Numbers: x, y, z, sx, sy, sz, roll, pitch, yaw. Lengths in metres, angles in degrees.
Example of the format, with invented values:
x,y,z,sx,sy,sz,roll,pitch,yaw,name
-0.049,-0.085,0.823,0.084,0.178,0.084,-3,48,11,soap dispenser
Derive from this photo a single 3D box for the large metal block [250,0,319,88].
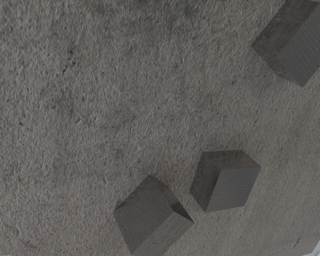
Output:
x,y,z,sx,sy,sz,roll,pitch,yaw,name
0.185,-0.115,0.420,0.080,0.050,0.080,30,102,-38,large metal block

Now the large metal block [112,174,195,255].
x,y,z,sx,sy,sz,roll,pitch,yaw,name
-0.012,0.128,0.444,0.080,0.080,0.050,-46,129,4,large metal block

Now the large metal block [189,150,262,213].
x,y,z,sx,sy,sz,roll,pitch,yaw,name
0.104,0.084,0.499,0.081,0.050,0.079,-1,119,-28,large metal block
